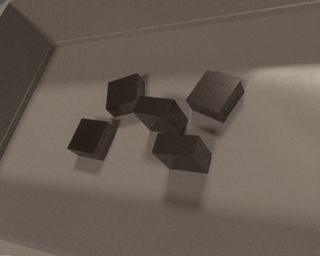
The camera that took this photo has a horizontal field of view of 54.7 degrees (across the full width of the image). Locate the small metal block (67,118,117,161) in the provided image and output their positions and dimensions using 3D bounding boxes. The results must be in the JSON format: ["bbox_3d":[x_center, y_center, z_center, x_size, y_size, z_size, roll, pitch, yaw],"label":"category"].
[{"bbox_3d":[-0.097,0.016,0.445,0.050,0.025,0.050,7,65,31],"label":"small metal block"}]

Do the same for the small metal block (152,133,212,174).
[{"bbox_3d":[0.026,0.029,0.357,0.050,0.050,0.025,3,63,29],"label":"small metal block"}]

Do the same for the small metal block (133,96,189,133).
[{"bbox_3d":[0.002,-0.015,0.397,0.050,0.050,0.025,10,67,32],"label":"small metal block"}]

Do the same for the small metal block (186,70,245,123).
[{"bbox_3d":[0.070,-0.041,0.393,0.050,0.025,0.050,27,76,36],"label":"small metal block"}]

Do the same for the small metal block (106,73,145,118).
[{"bbox_3d":[-0.050,-0.048,0.460,0.050,0.025,0.050,-14,56,20],"label":"small metal block"}]
